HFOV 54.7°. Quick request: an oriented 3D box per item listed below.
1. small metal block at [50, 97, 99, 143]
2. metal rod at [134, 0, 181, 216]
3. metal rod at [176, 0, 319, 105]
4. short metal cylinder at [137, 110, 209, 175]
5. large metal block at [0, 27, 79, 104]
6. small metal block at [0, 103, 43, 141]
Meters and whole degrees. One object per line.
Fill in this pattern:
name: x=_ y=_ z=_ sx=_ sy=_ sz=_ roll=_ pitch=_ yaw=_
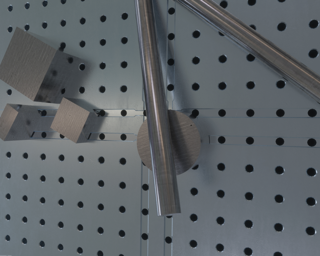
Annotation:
small metal block: x=-0.126 y=-0.011 z=0.457 sx=0.050 sy=0.025 sz=0.050 roll=28 pitch=99 yaw=17
metal rod: x=-0.007 y=-0.050 z=0.370 sx=0.025 sy=0.025 sz=0.299 roll=-14 pitch=68 yaw=19
metal rod: x=0.110 y=-0.105 z=0.373 sx=0.300 sy=0.025 sz=0.025 roll=42 pitch=103 yaw=15
short metal cylinder: x=0.018 y=0.018 z=0.393 sx=0.080 sy=0.050 sz=0.080 roll=0 pitch=90 yaw=20
large metal block: x=-0.184 y=-0.092 z=0.464 sx=0.080 sy=0.050 sz=0.080 roll=31 pitch=100 yaw=17
small metal block: x=-0.217 y=-0.008 z=0.476 sx=0.025 sy=0.050 sz=0.050 roll=34 pitch=101 yaw=17
